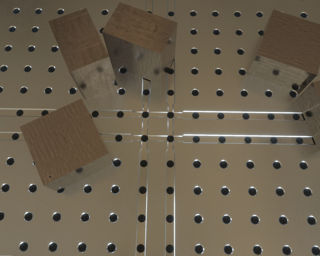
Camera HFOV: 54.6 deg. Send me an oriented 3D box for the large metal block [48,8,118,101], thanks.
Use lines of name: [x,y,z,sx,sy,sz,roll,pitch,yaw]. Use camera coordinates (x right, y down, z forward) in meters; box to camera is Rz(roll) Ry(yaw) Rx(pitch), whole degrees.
large metal block: [-0.100,-0.096,0.417,0.050,0.080,0.080,-24,72,-8]

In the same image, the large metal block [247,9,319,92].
large metal block: [0.180,-0.108,0.439,0.080,0.050,0.080,21,71,7]

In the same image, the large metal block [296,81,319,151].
large metal block: [0.243,-0.022,0.408,0.080,0.050,0.080,-12,71,-5]

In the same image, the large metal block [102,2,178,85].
large metal block: [-0.025,-0.112,0.424,0.080,0.080,0.050,22,72,8]

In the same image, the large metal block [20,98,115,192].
large metal block: [-0.114,0.022,0.390,0.080,0.050,0.080,-27,72,-9]
